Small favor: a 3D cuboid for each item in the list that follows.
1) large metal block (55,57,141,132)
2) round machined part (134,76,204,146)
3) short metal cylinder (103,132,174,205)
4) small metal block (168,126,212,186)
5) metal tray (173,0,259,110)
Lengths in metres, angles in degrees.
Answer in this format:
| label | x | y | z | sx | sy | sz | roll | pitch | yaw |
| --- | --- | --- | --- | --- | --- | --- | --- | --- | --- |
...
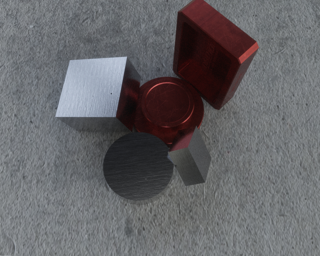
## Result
| label | x | y | z | sx | sy | sz | roll | pitch | yaw |
| --- | --- | --- | --- | --- | --- | --- | --- | --- | --- |
| large metal block | -0.076 | -0.041 | 0.397 | 0.080 | 0.050 | 0.080 | 1 | 69 | 18 |
| round machined part | 0.009 | -0.026 | 0.411 | 0.099 | 0.042 | 0.098 | 0 | 70 | -1 |
| short metal cylinder | -0.025 | 0.051 | 0.378 | 0.081 | 0.050 | 0.080 | 0 | 70 | 0 |
| small metal block | 0.037 | 0.033 | 0.373 | 0.025 | 0.050 | 0.050 | -17 | 112 | 26 |
| metal tray | 0.060 | -0.084 | 0.384 | 0.030 | 0.130 | 0.090 | -43 | 76 | -14 |
